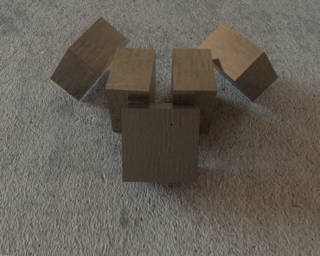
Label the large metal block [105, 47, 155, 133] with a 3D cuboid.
[{"bbox_3d":[-0.034,-0.048,0.409,0.050,0.080,0.080,4,50,3],"label":"large metal block"}]

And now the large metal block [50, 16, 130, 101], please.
[{"bbox_3d":[-0.099,-0.096,0.437,0.050,0.080,0.080,40,52,-15],"label":"large metal block"}]

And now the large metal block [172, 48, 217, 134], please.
[{"bbox_3d":[0.041,-0.048,0.410,0.050,0.080,0.080,1,50,0],"label":"large metal block"}]

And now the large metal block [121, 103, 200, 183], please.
[{"bbox_3d":[0.001,0.014,0.349,0.081,0.079,0.050,1,11,0],"label":"large metal block"}]

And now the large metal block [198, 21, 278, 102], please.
[{"bbox_3d":[0.111,-0.092,0.440,0.050,0.080,0.080,-46,56,11],"label":"large metal block"}]
